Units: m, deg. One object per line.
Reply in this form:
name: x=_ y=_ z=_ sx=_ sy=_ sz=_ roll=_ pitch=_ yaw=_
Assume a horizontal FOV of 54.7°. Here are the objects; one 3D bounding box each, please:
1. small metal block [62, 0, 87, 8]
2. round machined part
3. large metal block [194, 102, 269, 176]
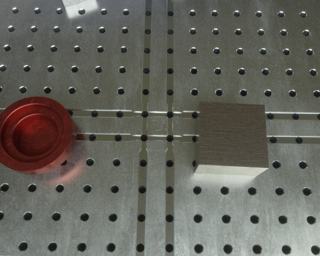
small metal block: x=-0.139 y=-0.227 z=0.493 sx=0.050 sy=0.025 sz=0.050 roll=-24 pitch=72 yaw=-9
round machined part: x=-0.156 y=0.012 z=0.397 sx=0.099 sy=0.042 sz=0.098 roll=0 pitch=70 yaw=0
large metal block: x=0.087 y=0.015 z=0.393 sx=0.080 sy=0.050 sz=0.080 roll=3 pitch=70 yaw=1
